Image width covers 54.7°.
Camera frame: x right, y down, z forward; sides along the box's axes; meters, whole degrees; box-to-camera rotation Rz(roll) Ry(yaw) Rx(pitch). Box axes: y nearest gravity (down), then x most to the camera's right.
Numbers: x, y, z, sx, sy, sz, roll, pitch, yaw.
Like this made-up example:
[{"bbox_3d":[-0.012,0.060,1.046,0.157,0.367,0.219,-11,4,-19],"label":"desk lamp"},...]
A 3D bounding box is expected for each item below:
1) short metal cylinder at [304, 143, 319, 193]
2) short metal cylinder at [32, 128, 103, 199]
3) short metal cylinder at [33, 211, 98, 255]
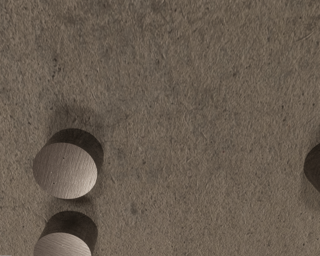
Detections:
[{"bbox_3d":[0.248,0.060,0.422,0.081,0.050,0.079,0,110,-1],"label":"short metal cylinder"},{"bbox_3d":[-0.119,0.046,0.412,0.081,0.050,0.079,0,110,-1],"label":"short metal cylinder"},{"bbox_3d":[-0.137,0.171,0.458,0.081,0.050,0.079,0,110,-1],"label":"short metal cylinder"}]
